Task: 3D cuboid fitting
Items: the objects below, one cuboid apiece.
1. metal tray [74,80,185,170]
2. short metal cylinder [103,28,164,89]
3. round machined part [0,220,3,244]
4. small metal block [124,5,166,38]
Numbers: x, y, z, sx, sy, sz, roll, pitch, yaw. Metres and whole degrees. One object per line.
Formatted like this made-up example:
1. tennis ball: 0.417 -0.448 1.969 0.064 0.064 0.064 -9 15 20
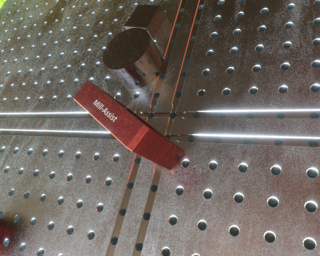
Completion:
1. metal tray: -0.040 -0.004 0.387 0.130 0.090 0.030 37 92 38
2. short metal cylinder: -0.040 -0.107 0.479 0.080 0.050 0.080 -13 56 21
3. round machined part: -0.267 0.156 0.442 0.098 0.042 0.098 -13 56 21
4. small metal block: -0.025 -0.184 0.535 0.050 0.025 0.050 17 71 35
